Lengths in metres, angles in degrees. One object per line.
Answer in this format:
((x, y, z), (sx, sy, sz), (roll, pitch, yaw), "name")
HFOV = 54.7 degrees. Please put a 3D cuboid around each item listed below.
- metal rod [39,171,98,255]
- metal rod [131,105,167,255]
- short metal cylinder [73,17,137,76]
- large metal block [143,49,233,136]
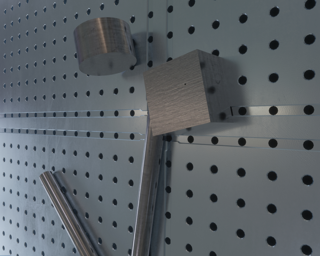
((-0.131, 0.190, 0.517), (0.300, 0.025, 0.025), (49, 119, 28), "metal rod")
((-0.020, 0.113, 0.425), (0.025, 0.025, 0.298), (12, 98, 39), "metal rod")
((-0.077, -0.112, 0.437), (0.080, 0.081, 0.050), (-19, 78, 38), "short metal cylinder")
((0.032, -0.037, 0.367), (0.080, 0.050, 0.080), (-15, 81, 39), "large metal block")
